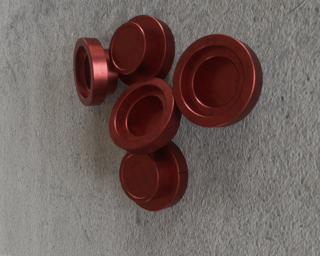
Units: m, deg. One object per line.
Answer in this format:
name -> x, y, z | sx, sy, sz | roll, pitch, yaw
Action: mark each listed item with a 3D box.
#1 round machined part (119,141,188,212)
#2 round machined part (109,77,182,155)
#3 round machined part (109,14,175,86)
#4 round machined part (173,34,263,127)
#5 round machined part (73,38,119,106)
round machined part -> -0.015, 0.060, 0.405 | 0.098, 0.042, 0.097 | 0, 90, 39
round machined part -> -0.014, -0.012, 0.391 | 0.098, 0.042, 0.098 | -17, 58, 29
round machined part -> -0.031, -0.104, 0.418 | 0.098, 0.042, 0.097 | 0, 90, 39
round machined part -> 0.065, -0.049, 0.340 | 0.098, 0.042, 0.097 | 0, 90, 39
round machined part -> -0.093, -0.082, 0.456 | 0.098, 0.042, 0.097 | 22, 116, 57
